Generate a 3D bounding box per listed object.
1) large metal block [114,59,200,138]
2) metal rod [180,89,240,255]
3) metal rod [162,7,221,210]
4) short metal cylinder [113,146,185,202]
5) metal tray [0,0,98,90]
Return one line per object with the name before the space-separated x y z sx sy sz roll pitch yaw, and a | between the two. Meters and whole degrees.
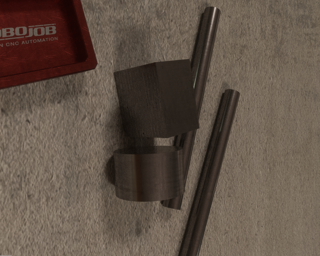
large metal block | -0.005 -0.034 0.366 0.050 0.080 0.079 -16 100 -39
metal rod | 0.075 0.080 0.469 0.025 0.025 0.299 29 72 -37
metal rod | 0.048 -0.035 0.446 0.025 0.025 0.299 21 77 -38
short metal cylinder | -0.012 0.050 0.361 0.081 0.080 0.050 -5 93 -40
metal tray | -0.132 -0.087 0.291 0.131 0.030 0.089 -22 104 -38
